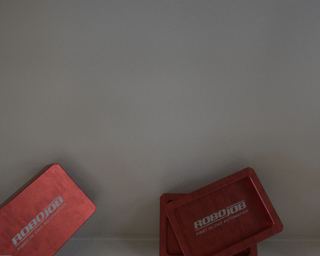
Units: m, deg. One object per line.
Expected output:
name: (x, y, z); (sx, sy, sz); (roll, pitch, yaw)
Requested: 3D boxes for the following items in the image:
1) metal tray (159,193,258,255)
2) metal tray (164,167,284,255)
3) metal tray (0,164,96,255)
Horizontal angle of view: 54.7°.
metal tray: (0.065, 0.139, 0.435); (0.131, 0.030, 0.090); (1, 73, -1)
metal tray: (0.081, 0.118, 0.410); (0.131, 0.030, 0.090); (-22, 75, -8)
metal tray: (-0.160, 0.121, 0.405); (0.131, 0.030, 0.090); (-46, 107, -32)
